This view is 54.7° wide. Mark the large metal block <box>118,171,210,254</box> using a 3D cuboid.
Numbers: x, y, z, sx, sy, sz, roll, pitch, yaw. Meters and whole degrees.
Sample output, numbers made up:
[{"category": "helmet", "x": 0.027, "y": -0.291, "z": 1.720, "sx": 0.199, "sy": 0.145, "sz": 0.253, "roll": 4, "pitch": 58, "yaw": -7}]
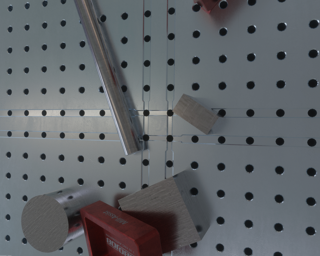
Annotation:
[{"category": "large metal block", "x": 0.006, "y": 0.110, "z": 0.397, "sx": 0.080, "sy": 0.050, "sz": 0.080, "roll": -27, "pitch": 81, "yaw": 18}]

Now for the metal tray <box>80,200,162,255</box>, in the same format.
[{"category": "metal tray", "x": -0.049, "y": 0.151, "z": 0.384, "sx": 0.130, "sy": 0.030, "sz": 0.089, "roll": 7, "pitch": 109, "yaw": 49}]

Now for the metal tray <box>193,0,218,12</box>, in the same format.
[{"category": "metal tray", "x": 0.079, "y": -0.206, "z": 0.349, "sx": 0.030, "sy": 0.090, "sz": 0.130, "roll": 45, "pitch": 104, "yaw": 14}]

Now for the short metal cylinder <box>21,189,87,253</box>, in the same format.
[{"category": "short metal cylinder", "x": -0.152, "y": 0.133, "z": 0.453, "sx": 0.080, "sy": 0.050, "sz": 0.080, "roll": 0, "pitch": 90, "yaw": 20}]

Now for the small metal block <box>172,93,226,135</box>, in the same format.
[{"category": "small metal block", "x": 0.049, "y": -0.016, "z": 0.382, "sx": 0.050, "sy": 0.050, "sz": 0.025, "roll": 36, "pitch": 102, "yaw": 16}]

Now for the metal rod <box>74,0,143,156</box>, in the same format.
[{"category": "metal rod", "x": -0.084, "y": -0.106, "z": 0.442, "sx": 0.025, "sy": 0.025, "sz": 0.299, "roll": -22, "pitch": 83, "yaw": 19}]
